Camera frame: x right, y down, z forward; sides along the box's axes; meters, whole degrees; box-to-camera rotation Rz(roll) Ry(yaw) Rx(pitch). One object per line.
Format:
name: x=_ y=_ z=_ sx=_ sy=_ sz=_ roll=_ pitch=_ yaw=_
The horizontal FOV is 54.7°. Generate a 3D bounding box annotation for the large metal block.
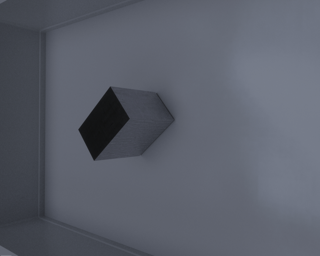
large metal block: x=-0.044 y=-0.004 z=0.401 sx=0.080 sy=0.081 sz=0.050 roll=-47 pitch=62 yaw=29
